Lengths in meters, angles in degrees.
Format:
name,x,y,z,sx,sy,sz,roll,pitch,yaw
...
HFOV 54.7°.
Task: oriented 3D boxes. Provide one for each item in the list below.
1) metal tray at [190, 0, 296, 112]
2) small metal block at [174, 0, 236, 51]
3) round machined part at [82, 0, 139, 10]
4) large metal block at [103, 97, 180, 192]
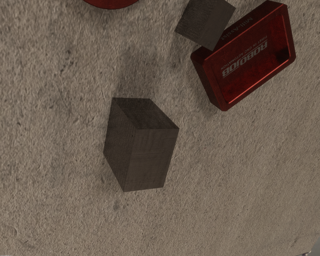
name,x,y,z,sx,sy,sz,roll,pitch,yaw
metal tray,0.114,-0.093,0.409,0.130,0.030,0.090,-36,130,-5
small metal block,0.048,-0.120,0.345,0.025,0.050,0.050,16,110,-35
round machined part,-0.043,-0.157,0.276,0.099,0.042,0.097,-14,125,-21
large metal block,-0.027,0.017,0.368,0.050,0.080,0.079,-1,119,-28
